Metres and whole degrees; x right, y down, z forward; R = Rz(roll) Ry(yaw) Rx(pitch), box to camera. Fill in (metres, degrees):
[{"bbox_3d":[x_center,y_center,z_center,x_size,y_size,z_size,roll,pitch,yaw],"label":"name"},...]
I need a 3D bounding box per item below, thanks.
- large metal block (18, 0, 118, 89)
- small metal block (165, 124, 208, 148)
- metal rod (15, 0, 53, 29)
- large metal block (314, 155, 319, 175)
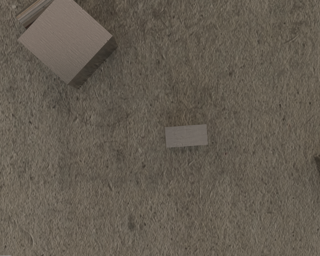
[{"bbox_3d":[-0.114,-0.108,0.396,0.080,0.050,0.080,42,90,-1],"label":"large metal block"},{"bbox_3d":[0.032,0.009,0.398,0.050,0.050,0.025,-4,90,-1],"label":"small metal block"},{"bbox_3d":[-0.063,-0.230,0.408,0.300,0.025,0.025,-38,90,-1],"label":"metal rod"},{"bbox_3d":[0.262,0.067,0.401,0.080,0.050,0.080,-16,90,-1],"label":"large metal block"}]
